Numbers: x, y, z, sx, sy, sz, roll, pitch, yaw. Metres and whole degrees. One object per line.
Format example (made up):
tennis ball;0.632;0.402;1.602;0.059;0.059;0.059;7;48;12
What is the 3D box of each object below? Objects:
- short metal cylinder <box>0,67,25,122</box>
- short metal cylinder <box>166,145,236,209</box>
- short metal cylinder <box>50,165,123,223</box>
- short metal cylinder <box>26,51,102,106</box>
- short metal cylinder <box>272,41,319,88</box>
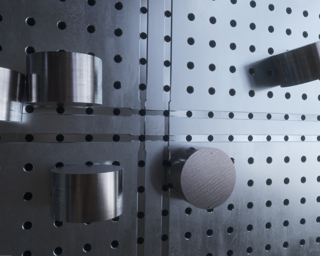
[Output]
short metal cylinder;-0.183;-0.034;0.316;0.081;0.080;0.050;4;89;-20
short metal cylinder;0.055;0.065;0.421;0.081;0.050;0.079;0;90;-21
short metal cylinder;-0.082;0.071;0.354;0.081;0.080;0.050;0;90;-20
short metal cylinder;-0.105;-0.051;0.345;0.081;0.080;0.050;0;91;-20
short metal cylinder;0.216;-0.097;0.465;0.081;0.080;0.050;-21;98;-19
